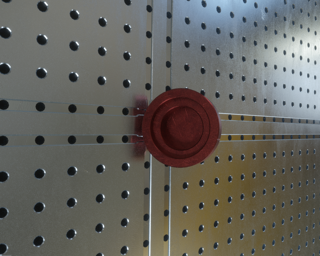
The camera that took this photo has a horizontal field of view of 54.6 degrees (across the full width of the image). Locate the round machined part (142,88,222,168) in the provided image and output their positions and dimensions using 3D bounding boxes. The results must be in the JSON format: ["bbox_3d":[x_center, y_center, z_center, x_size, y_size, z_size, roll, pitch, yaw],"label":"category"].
[{"bbox_3d":[0.030,0.001,0.398,0.042,0.098,0.098,8,84,-71],"label":"round machined part"}]
